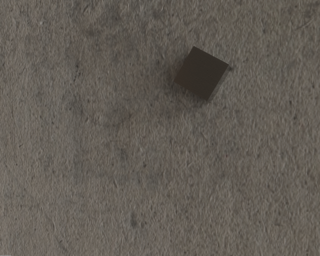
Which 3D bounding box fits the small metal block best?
[{"bbox_3d":[0.054,-0.067,0.390,0.050,0.025,0.050,33,100,16],"label":"small metal block"}]
